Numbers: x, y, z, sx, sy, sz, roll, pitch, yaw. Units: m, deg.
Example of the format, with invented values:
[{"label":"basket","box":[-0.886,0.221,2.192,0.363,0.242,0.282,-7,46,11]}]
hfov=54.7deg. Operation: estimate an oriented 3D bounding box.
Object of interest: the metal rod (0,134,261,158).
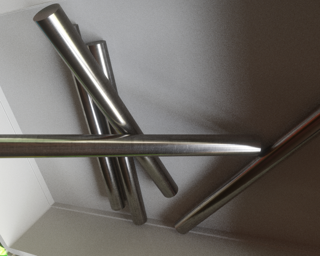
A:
[{"label":"metal rod","box":[-0.036,0.019,0.341,0.302,0.025,0.025,0,124,-9]}]

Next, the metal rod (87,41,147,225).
[{"label":"metal rod","box":[-0.057,0.025,0.453,0.025,0.025,0.298,4,121,26]}]

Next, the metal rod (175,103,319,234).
[{"label":"metal rod","box":[0.106,0.064,0.392,0.025,0.025,0.298,39,129,1]}]

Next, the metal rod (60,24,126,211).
[{"label":"metal rod","box":[-0.093,0.002,0.459,0.025,0.025,0.298,5,121,26]}]

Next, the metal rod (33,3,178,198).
[{"label":"metal rod","box":[-0.039,-0.001,0.357,0.025,0.025,0.299,0,141,28]}]
